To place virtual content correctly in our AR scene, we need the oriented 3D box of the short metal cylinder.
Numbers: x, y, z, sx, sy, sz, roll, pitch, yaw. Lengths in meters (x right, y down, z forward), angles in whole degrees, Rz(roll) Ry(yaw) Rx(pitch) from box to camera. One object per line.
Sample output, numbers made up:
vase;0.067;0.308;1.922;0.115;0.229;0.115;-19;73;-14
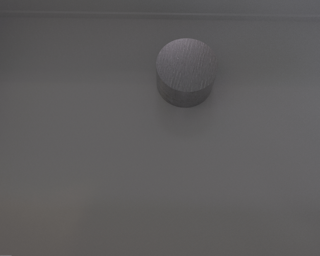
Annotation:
short metal cylinder;0.035;-0.074;0.424;0.080;0.050;0.080;0;70;0
